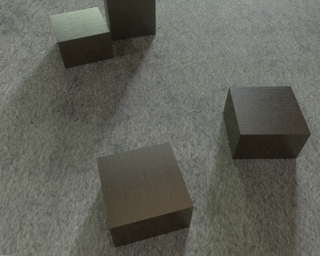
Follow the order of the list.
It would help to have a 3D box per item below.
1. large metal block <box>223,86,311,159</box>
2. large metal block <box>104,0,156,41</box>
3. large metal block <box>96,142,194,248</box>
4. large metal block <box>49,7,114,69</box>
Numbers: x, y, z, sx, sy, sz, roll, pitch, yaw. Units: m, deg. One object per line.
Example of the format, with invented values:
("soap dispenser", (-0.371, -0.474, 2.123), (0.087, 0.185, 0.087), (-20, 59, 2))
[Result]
("large metal block", (0.131, -0.008, 0.395), (0.081, 0.050, 0.080), (0, 50, -1))
("large metal block", (-0.053, -0.206, 0.540), (0.081, 0.080, 0.050), (-12, 51, -10))
("large metal block", (-0.018, 0.069, 0.329), (0.081, 0.050, 0.080), (-12, 51, -10))
("large metal block", (-0.129, -0.151, 0.512), (0.081, 0.050, 0.080), (-16, 52, -14))
